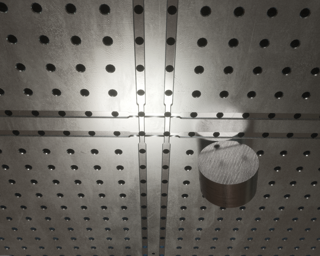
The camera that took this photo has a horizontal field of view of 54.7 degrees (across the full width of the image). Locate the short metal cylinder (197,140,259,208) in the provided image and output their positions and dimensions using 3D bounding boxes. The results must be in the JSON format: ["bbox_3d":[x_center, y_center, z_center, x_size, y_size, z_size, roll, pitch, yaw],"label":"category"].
[{"bbox_3d":[0.094,0.063,0.431,0.080,0.080,0.050,-6,130,5],"label":"short metal cylinder"}]
